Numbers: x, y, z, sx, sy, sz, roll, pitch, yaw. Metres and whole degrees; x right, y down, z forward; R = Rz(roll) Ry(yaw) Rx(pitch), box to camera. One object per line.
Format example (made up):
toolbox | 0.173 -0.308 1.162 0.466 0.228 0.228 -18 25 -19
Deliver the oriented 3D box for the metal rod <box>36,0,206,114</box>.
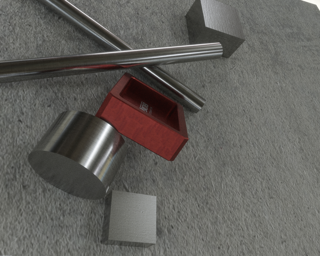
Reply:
metal rod | -0.063 -0.117 0.442 0.301 0.025 0.025 35 51 -6

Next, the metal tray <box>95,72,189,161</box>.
metal tray | -0.016 -0.020 0.361 0.090 0.030 0.130 31 17 -9

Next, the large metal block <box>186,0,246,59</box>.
large metal block | 0.097 -0.180 0.552 0.081 0.050 0.080 10 58 -23

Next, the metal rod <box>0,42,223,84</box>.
metal rod | -0.047 -0.090 0.408 0.303 0.025 0.025 -12 68 -25

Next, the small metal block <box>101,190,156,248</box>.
small metal block | -0.032 0.097 0.329 0.050 0.025 0.050 14 56 -21

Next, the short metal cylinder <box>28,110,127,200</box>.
short metal cylinder | -0.080 0.028 0.309 0.080 0.080 0.050 31 53 -9
